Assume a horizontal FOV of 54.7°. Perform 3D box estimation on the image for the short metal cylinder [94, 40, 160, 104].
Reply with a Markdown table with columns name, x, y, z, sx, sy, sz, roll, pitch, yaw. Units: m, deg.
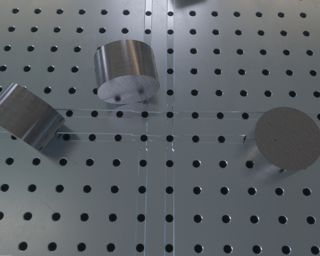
| name | x | y | z | sx | sy | sz | roll | pitch | yaw |
| --- | --- | --- | --- | --- | --- | --- | --- | --- | --- |
| short metal cylinder | -0.044 | -0.071 | 0.408 | 0.081 | 0.080 | 0.050 | -9 | 71 | -3 |

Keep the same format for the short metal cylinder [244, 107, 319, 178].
| name | x | y | z | sx | sy | sz | roll | pitch | yaw |
| --- | --- | --- | --- | --- | --- | --- | --- | --- | --- |
| short metal cylinder | 0.153 | 0.020 | 0.392 | 0.081 | 0.050 | 0.080 | 0 | 70 | 0 |

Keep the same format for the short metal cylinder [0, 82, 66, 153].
| name | x | y | z | sx | sy | sz | roll | pitch | yaw |
| --- | --- | --- | --- | --- | --- | --- | --- | --- | --- |
| short metal cylinder | -0.167 | -0.012 | 0.385 | 0.080 | 0.080 | 0.050 | 30 | 73 | 10 |
